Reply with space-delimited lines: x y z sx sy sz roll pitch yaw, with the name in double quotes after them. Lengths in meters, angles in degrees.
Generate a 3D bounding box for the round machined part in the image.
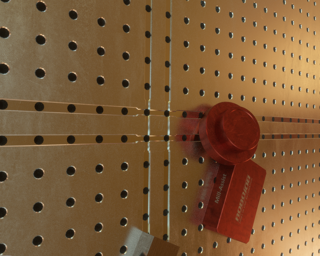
0.112 0.005 0.471 0.099 0.042 0.098 9 69 -24 "round machined part"

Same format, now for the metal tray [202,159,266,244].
0.126 0.114 0.512 0.090 0.030 0.130 32 70 -35 "metal tray"

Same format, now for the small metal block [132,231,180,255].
-0.008 0.169 0.403 0.050 0.025 0.050 36 68 -34 "small metal block"
